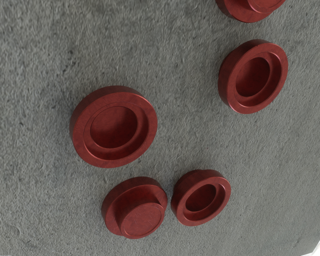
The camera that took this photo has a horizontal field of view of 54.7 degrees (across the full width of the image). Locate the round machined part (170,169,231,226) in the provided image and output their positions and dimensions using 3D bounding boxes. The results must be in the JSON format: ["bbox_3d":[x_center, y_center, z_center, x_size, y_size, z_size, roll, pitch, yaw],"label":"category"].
[{"bbox_3d":[0.060,0.105,0.494,0.099,0.042,0.097,-14,124,-21],"label":"round machined part"}]

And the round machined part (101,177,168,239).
[{"bbox_3d":[-0.032,0.123,0.454,0.099,0.042,0.097,-14,124,-21],"label":"round machined part"}]

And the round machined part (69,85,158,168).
[{"bbox_3d":[-0.056,-0.005,0.362,0.099,0.042,0.097,-14,124,-21],"label":"round machined part"}]

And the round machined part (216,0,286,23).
[{"bbox_3d":[0.113,-0.169,0.353,0.099,0.042,0.097,-14,124,-21],"label":"round machined part"}]

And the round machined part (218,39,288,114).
[{"bbox_3d":[0.119,-0.071,0.416,0.099,0.042,0.097,-14,124,-21],"label":"round machined part"}]
